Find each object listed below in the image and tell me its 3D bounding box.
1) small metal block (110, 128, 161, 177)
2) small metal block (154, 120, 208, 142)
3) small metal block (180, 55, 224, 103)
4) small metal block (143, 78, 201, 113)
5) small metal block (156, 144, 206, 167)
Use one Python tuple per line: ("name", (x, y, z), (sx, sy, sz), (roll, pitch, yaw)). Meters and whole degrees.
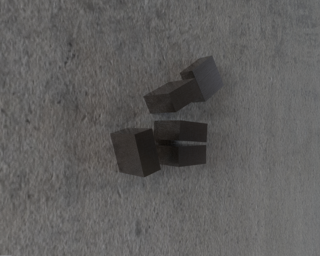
("small metal block", (-0.030, 0.027, 0.366), (0.025, 0.050, 0.050), (-20, 103, -39))
("small metal block", (0.027, 0.005, 0.413), (0.050, 0.050, 0.025), (6, 87, -40))
("small metal block", (0.063, -0.072, 0.460), (0.050, 0.025, 0.050), (-41, 115, -33))
("small metal block", (0.016, -0.042, 0.404), (0.050, 0.050, 0.025), (-34, 111, -35))
("small metal block", (0.026, 0.035, 0.412), (0.050, 0.050, 0.025), (0, 91, -40))
